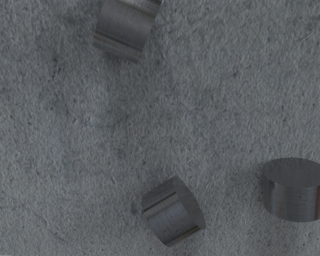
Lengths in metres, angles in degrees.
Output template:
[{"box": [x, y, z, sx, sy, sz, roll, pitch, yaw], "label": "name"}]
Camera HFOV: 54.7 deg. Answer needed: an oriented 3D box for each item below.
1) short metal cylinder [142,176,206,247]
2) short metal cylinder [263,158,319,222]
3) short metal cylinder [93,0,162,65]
[{"box": [0.019, 0.113, 0.422, 0.050, 0.080, 0.080, -34, 107, 11], "label": "short metal cylinder"}, {"box": [0.179, 0.080, 0.413, 0.080, 0.080, 0.050, -6, 110, 2], "label": "short metal cylinder"}, {"box": [-0.034, -0.116, 0.337, 0.050, 0.080, 0.079, 21, 109, -8], "label": "short metal cylinder"}]
